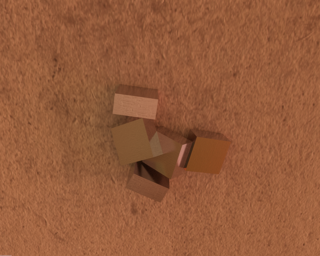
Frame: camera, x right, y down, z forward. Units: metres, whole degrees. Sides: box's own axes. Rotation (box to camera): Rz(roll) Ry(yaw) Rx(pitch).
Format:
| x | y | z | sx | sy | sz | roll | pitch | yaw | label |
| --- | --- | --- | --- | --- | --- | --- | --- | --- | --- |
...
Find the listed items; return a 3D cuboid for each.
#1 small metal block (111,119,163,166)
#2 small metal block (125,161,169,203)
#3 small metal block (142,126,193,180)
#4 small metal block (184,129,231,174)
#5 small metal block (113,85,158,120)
| x | y | z | sx | sy | sz | roll | pitch | yaw | label |
| --- | --- | --- | --- | --- | --- | --- | --- | --- | --- |
| -0.030 | 0.017 | 0.398 | 0.050 | 0.025 | 0.050 | -17 | 86 | 28 | small metal block |
| -0.015 | 0.067 | 0.420 | 0.050 | 0.050 | 0.025 | 25 | 113 | -10 | small metal block |
| 0.009 | 0.031 | 0.408 | 0.050 | 0.025 | 0.050 | 28 | 112 | 30 | small metal block |
| 0.060 | 0.032 | 0.416 | 0.050 | 0.025 | 0.050 | 9 | 111 | -20 | small metal block |
| -0.029 | -0.033 | 0.384 | 0.050 | 0.050 | 0.025 | 8 | 110 | -3 | small metal block |
